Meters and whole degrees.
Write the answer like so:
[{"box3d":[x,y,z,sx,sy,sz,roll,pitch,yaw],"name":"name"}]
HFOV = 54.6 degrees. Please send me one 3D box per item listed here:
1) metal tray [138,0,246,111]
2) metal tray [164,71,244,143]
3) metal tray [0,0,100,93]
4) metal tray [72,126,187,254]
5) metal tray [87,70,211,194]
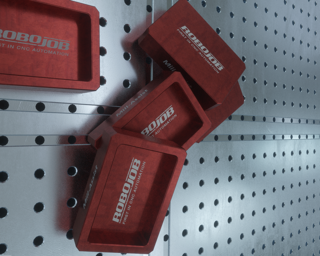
[{"box3d":[0.046,-0.097,0.413,0.130,0.030,0.090,44,58,-10],"name":"metal tray"},{"box3d":[0.068,-0.048,0.461,0.131,0.030,0.090,-37,113,-34],"name":"metal tray"},{"box3d":[-0.124,-0.083,0.301,0.131,0.030,0.090,-1,91,-40],"name":"metal tray"},{"box3d":[-0.033,0.071,0.341,0.091,0.030,0.129,15,98,-27],"name":"metal tray"},{"box3d":[-0.008,0.004,0.375,0.130,0.030,0.090,-43,117,-14],"name":"metal tray"}]
